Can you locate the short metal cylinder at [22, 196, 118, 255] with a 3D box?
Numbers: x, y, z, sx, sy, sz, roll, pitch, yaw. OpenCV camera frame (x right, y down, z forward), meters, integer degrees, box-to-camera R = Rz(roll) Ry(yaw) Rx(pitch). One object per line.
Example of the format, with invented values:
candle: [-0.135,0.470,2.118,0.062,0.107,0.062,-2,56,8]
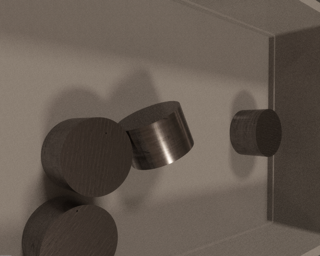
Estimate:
short metal cylinder: [-0.091,0.114,0.316,0.081,0.050,0.079,0,90,-40]

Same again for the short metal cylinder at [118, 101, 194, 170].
short metal cylinder: [-0.006,0.007,0.368,0.081,0.080,0.050,-34,112,-35]

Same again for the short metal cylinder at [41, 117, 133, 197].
short metal cylinder: [-0.076,0.029,0.328,0.081,0.050,0.079,0,90,-40]

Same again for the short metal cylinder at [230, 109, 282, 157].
short metal cylinder: [0.165,0.008,0.532,0.081,0.050,0.079,0,90,-40]
